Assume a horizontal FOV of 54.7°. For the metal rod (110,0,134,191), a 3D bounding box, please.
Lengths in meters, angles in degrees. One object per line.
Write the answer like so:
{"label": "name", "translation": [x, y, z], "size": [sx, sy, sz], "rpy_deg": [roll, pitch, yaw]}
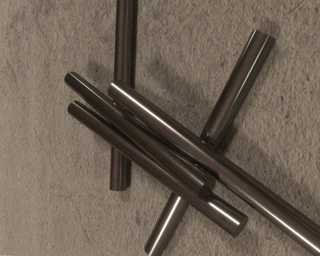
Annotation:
{"label": "metal rod", "translation": [-0.055, -0.059, 0.447], "size": [0.025, 0.025, 0.298], "rpy_deg": [4, 93, 39]}

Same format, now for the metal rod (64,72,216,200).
{"label": "metal rod", "translation": [-0.047, -0.009, 0.402], "size": [0.300, 0.025, 0.025], "rpy_deg": [37, 112, 39]}

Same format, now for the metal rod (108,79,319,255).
{"label": "metal rod", "translation": [0.054, 0.034, 0.329], "size": [0.300, 0.025, 0.025], "rpy_deg": [38, 113, 23]}

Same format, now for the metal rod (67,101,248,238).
{"label": "metal rod", "translation": [-0.026, 0.033, 0.390], "size": [0.300, 0.025, 0.025], "rpy_deg": [31, 109, 35]}

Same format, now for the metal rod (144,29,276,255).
{"label": "metal rod", "translation": [0.049, 0.034, 0.363], "size": [0.025, 0.025, 0.298], "rpy_deg": [37, 112, 33]}
